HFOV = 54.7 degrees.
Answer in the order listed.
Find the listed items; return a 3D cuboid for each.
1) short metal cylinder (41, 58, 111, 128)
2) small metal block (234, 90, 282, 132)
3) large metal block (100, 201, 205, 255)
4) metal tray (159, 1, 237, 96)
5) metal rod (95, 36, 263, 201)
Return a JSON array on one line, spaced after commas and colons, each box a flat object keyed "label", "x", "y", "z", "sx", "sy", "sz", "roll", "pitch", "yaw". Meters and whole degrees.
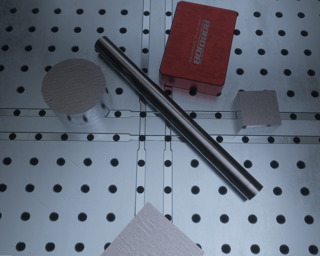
[{"label": "short metal cylinder", "x": -0.109, "y": -0.045, "z": 0.414, "sx": 0.081, "sy": 0.050, "sz": 0.080, "roll": 0, "pitch": 70, "yaw": -1}, {"label": "small metal block", "x": 0.132, "y": -0.023, "z": 0.422, "sx": 0.050, "sy": 0.025, "sz": 0.050, "roll": -2, "pitch": 70, "yaw": -1}, {"label": "large metal block", "x": -0.010, "y": 0.142, "z": 0.346, "sx": 0.080, "sy": 0.050, "sz": 0.080, "roll": 40, "pitch": 74, "yaw": 13}, {"label": "metal tray", "x": 0.057, "y": -0.119, "z": 0.453, "sx": 0.090, "sy": 0.030, "sz": 0.130, "roll": 13, "pitch": 70, "yaw": 4}, {"label": "metal rod", "x": 0.016, "y": -0.022, "z": 0.419, "sx": 0.025, "sy": 0.025, "sz": 0.300, "roll": -41, "pitch": 76, "yaw": -14}]
